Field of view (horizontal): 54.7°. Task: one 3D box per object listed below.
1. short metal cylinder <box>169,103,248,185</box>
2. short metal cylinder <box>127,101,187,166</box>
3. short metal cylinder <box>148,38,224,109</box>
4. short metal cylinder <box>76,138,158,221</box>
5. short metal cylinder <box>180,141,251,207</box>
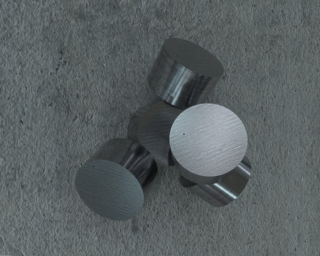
[{"bbox_3d":[0.052,0.019,0.345,0.080,0.050,0.080,-1,70,3],"label":"short metal cylinder"},{"bbox_3d":[0.003,0.006,0.398,0.081,0.050,0.080,0,90,-21],"label":"short metal cylinder"},{"bbox_3d":[0.031,-0.068,0.386,0.081,0.080,0.050,14,129,-20],"label":"short metal cylinder"},{"bbox_3d":[-0.048,0.058,0.357,0.080,0.050,0.079,7,117,15],"label":"short metal cylinder"},{"bbox_3d":[0.071,0.056,0.407,0.050,0.080,0.080,37,78,-17],"label":"short metal cylinder"}]
